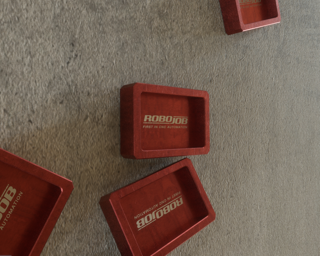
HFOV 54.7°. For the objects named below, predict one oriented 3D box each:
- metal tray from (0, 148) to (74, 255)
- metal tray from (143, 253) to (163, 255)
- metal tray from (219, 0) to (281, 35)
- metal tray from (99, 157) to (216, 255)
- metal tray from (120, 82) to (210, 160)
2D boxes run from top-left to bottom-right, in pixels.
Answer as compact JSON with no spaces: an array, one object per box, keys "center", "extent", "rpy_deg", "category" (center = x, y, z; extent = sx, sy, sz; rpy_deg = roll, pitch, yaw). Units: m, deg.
[{"center":[-0.148,0.090,0.276],"extent":[0.090,0.030,0.130],"rpy_deg":[36,68,-34],"category":"metal tray"},{"center":[-0.045,0.206,0.363],"extent":[0.131,0.030,0.089],"rpy_deg":[9,84,-40],"category":"metal tray"},{"center":[0.155,-0.215,0.529],"extent":[0.131,0.030,0.089],"rpy_deg":[-24,105,-37],"category":"metal tray"},{"center":[0.002,0.100,0.383],"extent":[0.131,0.030,0.090],"rpy_deg":[-20,83,-39],"category":"metal tray"},{"center":[0.011,-0.008,0.408],"extent":[0.131,0.030,0.089],"rpy_deg":[0,88,-40],"category":"metal tray"}]
